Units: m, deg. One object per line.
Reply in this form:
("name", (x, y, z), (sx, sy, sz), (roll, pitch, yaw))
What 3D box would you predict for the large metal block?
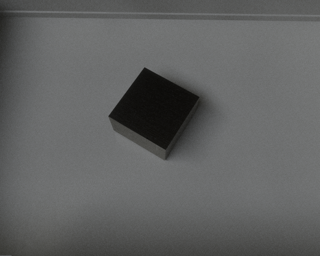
("large metal block", (-0.007, -0.017, 0.399), (0.080, 0.050, 0.080), (30, 72, 10))
